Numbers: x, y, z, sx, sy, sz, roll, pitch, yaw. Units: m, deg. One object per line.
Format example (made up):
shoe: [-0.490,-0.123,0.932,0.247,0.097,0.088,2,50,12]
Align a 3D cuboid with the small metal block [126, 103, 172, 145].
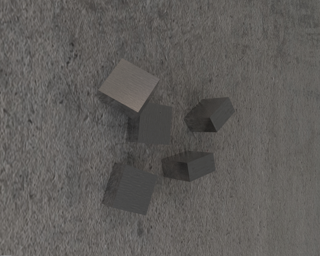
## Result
small metal block: [-0.013,-0.005,0.393,0.050,0.025,0.050,7,86,-40]

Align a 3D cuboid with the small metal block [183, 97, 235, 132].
small metal block: [0.071,-0.019,0.448,0.050,0.050,0.025,-44,117,-31]

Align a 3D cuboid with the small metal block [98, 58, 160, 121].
small metal block: [-0.036,-0.044,0.358,0.050,0.025,0.050,30,67,3]

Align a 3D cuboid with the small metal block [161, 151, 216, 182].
small metal block: [0.038,0.050,0.420,0.050,0.050,0.025,-15,100,-39]

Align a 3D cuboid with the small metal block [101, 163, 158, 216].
small metal block: [-0.036,0.074,0.374,0.050,0.025,0.050,26,74,-37]
